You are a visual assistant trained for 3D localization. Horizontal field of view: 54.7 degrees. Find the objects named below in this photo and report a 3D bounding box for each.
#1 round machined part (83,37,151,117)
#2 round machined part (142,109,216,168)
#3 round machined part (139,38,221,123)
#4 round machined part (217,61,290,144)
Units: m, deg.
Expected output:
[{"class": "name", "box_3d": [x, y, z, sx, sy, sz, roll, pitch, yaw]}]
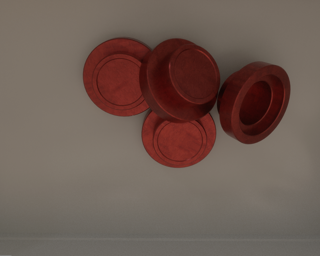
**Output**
[{"class": "round machined part", "box_3d": [-0.045, -0.060, 0.380, 0.099, 0.042, 0.097, 0, 110, -1]}, {"class": "round machined part", "box_3d": [0.025, 0.010, 0.406, 0.099, 0.042, 0.097, 0, 110, -1]}, {"class": "round machined part", "box_3d": [0.030, -0.057, 0.354, 0.099, 0.042, 0.097, 5, 79, -29]}, {"class": "round machined part", "box_3d": [0.108, -0.033, 0.376, 0.099, 0.042, 0.097, -16, 121, -29]}]
